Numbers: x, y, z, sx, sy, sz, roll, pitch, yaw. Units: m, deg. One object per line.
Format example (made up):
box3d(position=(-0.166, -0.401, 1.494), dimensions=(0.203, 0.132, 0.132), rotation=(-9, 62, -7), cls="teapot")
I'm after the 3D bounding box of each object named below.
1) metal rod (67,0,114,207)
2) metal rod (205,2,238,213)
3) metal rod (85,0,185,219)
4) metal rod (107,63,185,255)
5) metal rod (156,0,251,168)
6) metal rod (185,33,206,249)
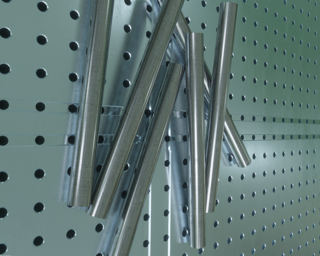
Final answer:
box3d(position=(-0.073, -0.065, 0.346), dimensions=(0.025, 0.025, 0.299), rotation=(10, 84, -40), cls="metal rod")
box3d(position=(0.083, -0.025, 0.450), dimensions=(0.025, 0.025, 0.298), rotation=(-1, 99, -40), cls="metal rod")
box3d(position=(-0.023, -0.042, 0.371), dimensions=(0.025, 0.025, 0.299), rotation=(26, 79, -37), cls="metal rod")
box3d(position=(-0.020, 0.055, 0.391), dimensions=(0.025, 0.025, 0.299), rotation=(28, 73, -37), cls="metal rod")
box3d(position=(0.073, -0.060, 0.468), dimensions=(0.025, 0.025, 0.299), rotation=(-45, 117, -31), cls="metal rod")
box3d(position=(0.050, 0.023, 0.433), dimensions=(0.025, 0.025, 0.298), rotation=(-9, 100, -40), cls="metal rod")
